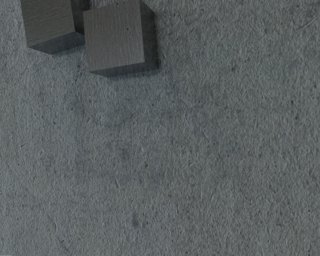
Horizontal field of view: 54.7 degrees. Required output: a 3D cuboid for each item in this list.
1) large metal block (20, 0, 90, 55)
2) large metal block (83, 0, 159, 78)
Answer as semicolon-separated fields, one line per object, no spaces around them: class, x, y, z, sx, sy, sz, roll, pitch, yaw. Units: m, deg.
large metal block;-0.147;-0.160;0.448;0.080;0.050;0.080;-11;86;19
large metal block;-0.051;-0.116;0.414;0.080;0.050;0.080;-6;88;20
